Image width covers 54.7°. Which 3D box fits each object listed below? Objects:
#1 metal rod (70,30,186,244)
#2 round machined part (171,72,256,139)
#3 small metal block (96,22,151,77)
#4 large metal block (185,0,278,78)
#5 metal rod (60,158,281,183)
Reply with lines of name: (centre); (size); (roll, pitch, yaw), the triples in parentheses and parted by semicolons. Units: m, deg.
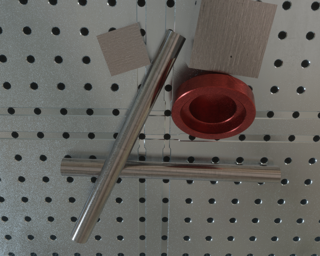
metal rod: (-0.045, 0.019, 0.399); (0.025, 0.025, 0.298); (25, 100, -9)
round machined part: (0.064, -0.031, 0.379); (0.099, 0.042, 0.097); (4, 143, 3)
small metal block: (-0.043, -0.096, 0.377); (0.050, 0.025, 0.050); (-17, 110, 5)
large metal block: (0.078, -0.108, 0.361); (0.081, 0.050, 0.079); (8, 110, -4)
metal rod: (0.016, 0.060, 0.435); (0.302, 0.025, 0.025); (2, 110, -2)
